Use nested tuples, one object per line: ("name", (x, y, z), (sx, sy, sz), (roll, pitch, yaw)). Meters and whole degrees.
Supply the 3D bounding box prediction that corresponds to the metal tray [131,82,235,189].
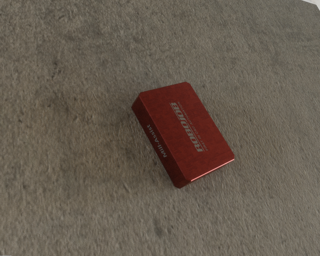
("metal tray", (0.031, 0.005, 0.416), (0.091, 0.030, 0.130), (-19, 72, -35))
